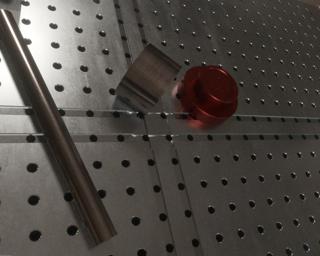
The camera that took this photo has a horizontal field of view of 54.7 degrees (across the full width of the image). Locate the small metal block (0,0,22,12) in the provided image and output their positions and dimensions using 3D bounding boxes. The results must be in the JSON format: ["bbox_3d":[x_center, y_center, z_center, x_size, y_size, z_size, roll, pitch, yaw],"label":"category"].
[{"bbox_3d":[-0.195,-0.191,0.405,0.025,0.050,0.050,0,62,-29],"label":"small metal block"}]

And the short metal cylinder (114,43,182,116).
[{"bbox_3d":[-0.015,-0.062,0.404,0.050,0.080,0.080,36,51,-5],"label":"short metal cylinder"}]

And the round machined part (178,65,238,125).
[{"bbox_3d":[0.080,-0.057,0.478,0.099,0.042,0.098,14,56,-21],"label":"round machined part"}]

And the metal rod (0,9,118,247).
[{"bbox_3d":[-0.125,-0.013,0.348,0.025,0.025,0.299,-19,72,-36],"label":"metal rod"}]
